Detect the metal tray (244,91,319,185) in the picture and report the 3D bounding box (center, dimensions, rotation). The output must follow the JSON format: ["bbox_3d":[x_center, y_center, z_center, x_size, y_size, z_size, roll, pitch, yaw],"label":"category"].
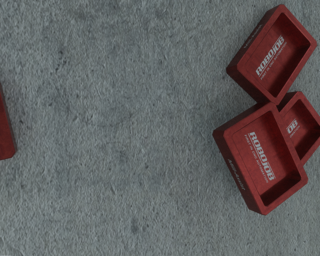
[{"bbox_3d":[0.192,0.018,0.476,0.130,0.030,0.090,-45,104,-14],"label":"metal tray"}]

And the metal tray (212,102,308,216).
[{"bbox_3d":[0.139,0.040,0.425,0.091,0.030,0.130,-30,100,-17],"label":"metal tray"}]

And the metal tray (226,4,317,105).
[{"bbox_3d":[0.171,-0.108,0.468,0.090,0.030,0.130,40,77,-16],"label":"metal tray"}]

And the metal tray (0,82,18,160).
[{"bbox_3d":[-0.229,0.001,0.322,0.131,0.030,0.089,-13,95,-20],"label":"metal tray"}]
